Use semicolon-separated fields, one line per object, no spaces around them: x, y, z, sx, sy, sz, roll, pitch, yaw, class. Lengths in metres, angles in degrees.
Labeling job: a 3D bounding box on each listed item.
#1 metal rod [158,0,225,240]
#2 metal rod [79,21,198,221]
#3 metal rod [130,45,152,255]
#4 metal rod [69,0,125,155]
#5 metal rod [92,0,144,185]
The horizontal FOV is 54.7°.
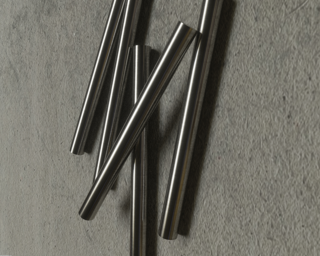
0.036;-0.008;0.374;0.025;0.025;0.298;17;101;39;metal rod
-0.038;0.006;0.402;0.025;0.025;0.298;43;114;31;metal rod
-0.027;0.038;0.427;0.025;0.025;0.298;2;91;40;metal rod
-0.089;-0.095;0.478;0.025;0.025;0.298;32;110;35;metal rod
-0.063;-0.048;0.457;0.025;0.025;0.298;20;103;38;metal rod
